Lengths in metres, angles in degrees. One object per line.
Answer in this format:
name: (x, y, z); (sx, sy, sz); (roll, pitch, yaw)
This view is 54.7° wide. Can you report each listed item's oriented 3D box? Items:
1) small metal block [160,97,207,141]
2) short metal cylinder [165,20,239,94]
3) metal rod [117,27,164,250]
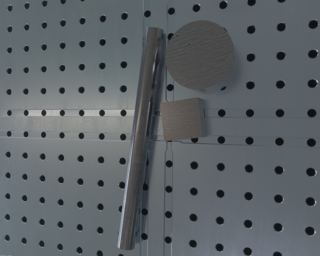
small metal block: (0.031, -0.011, 0.402); (0.050, 0.025, 0.050); (-7, 88, 19)
short metal cylinder: (0.053, -0.084, 0.381); (0.080, 0.050, 0.079); (0, 90, 20)
metal rod: (-0.027, 0.016, 0.421); (0.025, 0.025, 0.298); (9, 93, 19)
